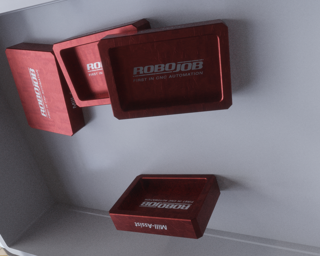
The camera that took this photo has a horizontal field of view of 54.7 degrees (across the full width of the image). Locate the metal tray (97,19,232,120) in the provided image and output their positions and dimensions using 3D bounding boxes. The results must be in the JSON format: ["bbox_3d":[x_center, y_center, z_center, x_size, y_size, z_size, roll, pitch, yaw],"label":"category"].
[{"bbox_3d":[0.008,-0.061,0.334,0.131,0.030,0.089,-5,115,9],"label":"metal tray"}]

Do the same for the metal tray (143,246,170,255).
[{"bbox_3d":[0.022,0.282,0.570,0.130,0.030,0.089,25,127,12],"label":"metal tray"}]

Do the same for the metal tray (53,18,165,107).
[{"bbox_3d":[-0.064,-0.077,0.391,0.130,0.030,0.090,-3,117,29],"label":"metal tray"}]

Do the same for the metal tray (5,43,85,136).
[{"bbox_3d":[-0.167,-0.056,0.459,0.090,0.030,0.129,10,123,23],"label":"metal tray"}]

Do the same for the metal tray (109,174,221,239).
[{"bbox_3d":[0.007,0.102,0.426,0.130,0.090,0.030,-5,116,30],"label":"metal tray"}]
